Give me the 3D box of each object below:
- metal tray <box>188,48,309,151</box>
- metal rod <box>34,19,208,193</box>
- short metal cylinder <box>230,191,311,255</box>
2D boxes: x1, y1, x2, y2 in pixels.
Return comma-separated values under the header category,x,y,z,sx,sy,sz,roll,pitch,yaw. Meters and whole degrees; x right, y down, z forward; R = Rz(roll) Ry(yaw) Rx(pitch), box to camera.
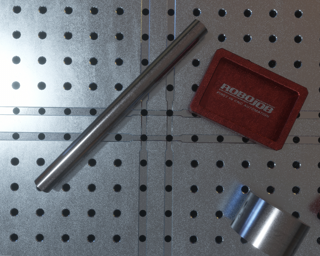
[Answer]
category,x,y,z,sx,sy,sz,roll,pitch,yaw
metal tray,0.115,-0.037,0.411,0.131,0.030,0.090,25,90,0
metal rod,-0.051,-0.029,0.412,0.025,0.025,0.300,45,90,0
short metal cylinder,0.136,0.122,0.387,0.080,0.080,0.050,30,90,0
